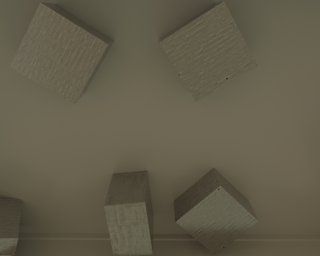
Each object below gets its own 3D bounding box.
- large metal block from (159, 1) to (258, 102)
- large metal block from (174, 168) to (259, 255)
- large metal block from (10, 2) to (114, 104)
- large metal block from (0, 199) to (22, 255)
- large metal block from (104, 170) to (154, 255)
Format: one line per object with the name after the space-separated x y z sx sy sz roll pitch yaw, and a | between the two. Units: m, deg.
0.054 -0.090 0.366 0.080 0.050 0.080 -31 108 10 | large metal block
0.078 0.119 0.443 0.080 0.050 0.080 -43 105 14 | large metal block
-0.112 -0.088 0.364 0.080 0.050 0.080 30 107 -11 | large metal block
-0.237 0.140 0.418 0.081 0.080 0.050 9 111 -25 | large metal block
-0.039 0.115 0.424 0.050 0.080 0.079 -6 110 2 | large metal block
